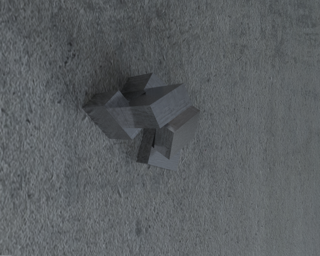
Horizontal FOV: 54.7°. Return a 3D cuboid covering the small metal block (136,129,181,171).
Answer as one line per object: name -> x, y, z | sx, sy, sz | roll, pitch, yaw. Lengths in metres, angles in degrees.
small metal block -> 0.001, 0.027, 0.409 | 0.050, 0.025, 0.050 | 21, 77, -38

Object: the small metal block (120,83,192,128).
small metal block -> -0.004, -0.023, 0.323 | 0.050, 0.050, 0.025 | -36, 113, -34

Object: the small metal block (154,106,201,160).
small metal block -> 0.020, 0.003, 0.377 | 0.050, 0.025, 0.050 | -38, 151, -33

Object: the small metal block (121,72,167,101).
small metal block -> -0.013, -0.040, 0.381 | 0.050, 0.050, 0.025 | 39, 66, -33

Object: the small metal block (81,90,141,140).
small metal block -> -0.053, -0.013, 0.348 | 0.025, 0.050, 0.050 | -53, 121, -27
